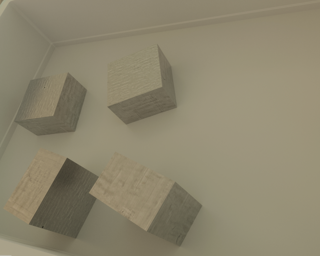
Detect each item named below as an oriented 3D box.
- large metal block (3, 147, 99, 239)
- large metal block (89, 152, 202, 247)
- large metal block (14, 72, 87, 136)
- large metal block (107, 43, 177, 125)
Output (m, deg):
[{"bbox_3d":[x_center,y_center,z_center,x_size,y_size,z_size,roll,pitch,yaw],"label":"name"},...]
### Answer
[{"bbox_3d":[-0.126,0.082,0.385,0.050,0.080,0.080,14,69,33],"label":"large metal block"},{"bbox_3d":[-0.013,0.076,0.329,0.080,0.080,0.050,21,73,35],"label":"large metal block"},{"bbox_3d":[-0.175,-0.037,0.502,0.080,0.050,0.080,-6,59,25],"label":"large metal block"},{"bbox_3d":[-0.027,-0.061,0.440,0.080,0.050,0.080,-18,55,17],"label":"large metal block"}]
